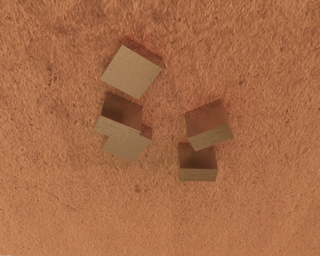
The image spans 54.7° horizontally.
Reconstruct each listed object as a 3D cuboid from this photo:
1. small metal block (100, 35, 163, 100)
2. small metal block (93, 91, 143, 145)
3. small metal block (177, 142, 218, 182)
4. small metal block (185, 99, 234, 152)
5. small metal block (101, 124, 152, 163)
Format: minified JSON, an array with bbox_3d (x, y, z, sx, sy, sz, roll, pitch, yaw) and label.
[{"bbox_3d":[-0.032,-0.067,0.349,0.050,0.025,0.050,27,125,-22],"label":"small metal block"},{"bbox_3d":[-0.050,-0.013,0.379,0.050,0.050,0.025,23,126,-18],"label":"small metal block"},{"bbox_3d":[0.051,0.047,0.431,0.050,0.050,0.025,1,130,-2],"label":"small metal block"},{"bbox_3d":[0.061,-0.004,0.388,0.050,0.050,0.025,-21,127,17],"label":"small metal block"},{"bbox_3d":[-0.045,0.015,0.419,0.050,0.025,0.050,24,126,-20],"label":"small metal block"}]
